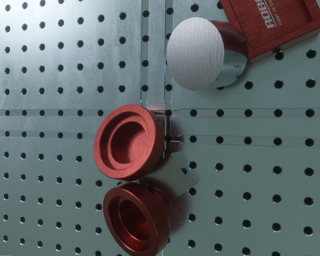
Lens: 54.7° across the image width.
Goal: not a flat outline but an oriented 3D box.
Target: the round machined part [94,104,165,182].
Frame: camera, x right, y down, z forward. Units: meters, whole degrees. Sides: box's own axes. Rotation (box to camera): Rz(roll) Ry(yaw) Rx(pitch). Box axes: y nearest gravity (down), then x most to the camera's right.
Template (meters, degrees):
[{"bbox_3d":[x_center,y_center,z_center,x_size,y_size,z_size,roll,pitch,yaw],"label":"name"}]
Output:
[{"bbox_3d":[-0.035,0.021,0.403,0.098,0.042,0.098,-12,65,29],"label":"round machined part"}]

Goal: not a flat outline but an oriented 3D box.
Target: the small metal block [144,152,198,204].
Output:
[{"bbox_3d":[0.012,0.067,0.408,0.050,0.025,0.050,-37,79,16],"label":"small metal block"}]

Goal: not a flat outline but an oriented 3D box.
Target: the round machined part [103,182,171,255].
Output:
[{"bbox_3d":[-0.025,0.114,0.398,0.098,0.042,0.097,17,117,38],"label":"round machined part"}]

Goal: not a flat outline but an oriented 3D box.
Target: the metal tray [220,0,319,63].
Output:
[{"bbox_3d":[0.121,-0.154,0.366,0.090,0.030,0.129,-23,82,18],"label":"metal tray"}]

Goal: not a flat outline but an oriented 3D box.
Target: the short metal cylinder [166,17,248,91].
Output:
[{"bbox_3d":[0.054,-0.086,0.364,0.080,0.050,0.079,12,108,41],"label":"short metal cylinder"}]
